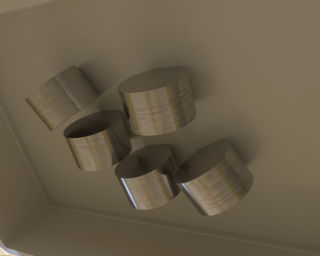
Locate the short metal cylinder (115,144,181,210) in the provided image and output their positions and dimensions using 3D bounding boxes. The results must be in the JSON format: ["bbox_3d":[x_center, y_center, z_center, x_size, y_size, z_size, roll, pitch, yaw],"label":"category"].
[{"bbox_3d":[-0.014,0.064,0.419,0.080,0.080,0.050,-8,114,31],"label":"short metal cylinder"}]

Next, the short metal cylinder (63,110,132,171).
[{"bbox_3d":[-0.084,0.015,0.425,0.080,0.080,0.050,-2,118,28],"label":"short metal cylinder"}]

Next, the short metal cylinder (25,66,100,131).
[{"bbox_3d":[-0.129,-0.039,0.415,0.080,0.080,0.050,-29,103,37],"label":"short metal cylinder"}]

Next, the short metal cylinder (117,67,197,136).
[{"bbox_3d":[-0.002,-0.033,0.353,0.080,0.080,0.050,0,118,28],"label":"short metal cylinder"}]

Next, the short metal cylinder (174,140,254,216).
[{"bbox_3d":[0.064,0.059,0.375,0.080,0.080,0.050,-30,102,37],"label":"short metal cylinder"}]
